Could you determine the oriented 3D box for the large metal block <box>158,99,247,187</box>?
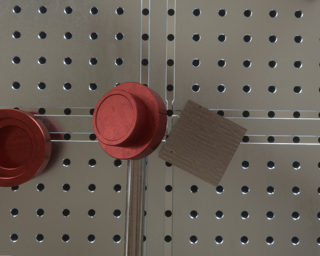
[{"bbox_3d":[0.052,0.018,0.401,0.080,0.050,0.080,28,90,0],"label":"large metal block"}]

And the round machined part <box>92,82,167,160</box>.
[{"bbox_3d":[-0.044,-0.010,0.382,0.098,0.042,0.097,-5,79,30],"label":"round machined part"}]

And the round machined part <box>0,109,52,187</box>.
[{"bbox_3d":[-0.190,0.024,0.403,0.099,0.042,0.097,0,90,0],"label":"round machined part"}]

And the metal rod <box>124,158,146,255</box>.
[{"bbox_3d":[-0.034,0.137,0.413,0.025,0.025,0.298,2,90,0],"label":"metal rod"}]
